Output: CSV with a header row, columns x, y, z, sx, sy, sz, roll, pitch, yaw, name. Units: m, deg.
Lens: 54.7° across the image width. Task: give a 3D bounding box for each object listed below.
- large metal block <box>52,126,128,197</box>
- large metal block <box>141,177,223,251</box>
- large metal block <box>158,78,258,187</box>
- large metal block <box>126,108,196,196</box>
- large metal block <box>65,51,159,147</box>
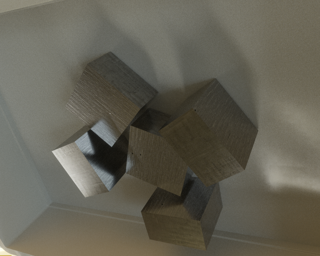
x,y,z,sx,sy,sz,roll,pitch,yaw,name
-0.089,0.038,0.440,0.050,0.080,0.080,-20,108,35,large metal block
0.033,0.111,0.422,0.080,0.080,0.050,1,119,27,large metal block
0.057,0.003,0.342,0.080,0.080,0.050,49,128,-7,large metal block
0.006,0.031,0.405,0.080,0.050,0.079,20,126,15,large metal block
-0.063,-0.036,0.399,0.080,0.050,0.080,41,129,0,large metal block
